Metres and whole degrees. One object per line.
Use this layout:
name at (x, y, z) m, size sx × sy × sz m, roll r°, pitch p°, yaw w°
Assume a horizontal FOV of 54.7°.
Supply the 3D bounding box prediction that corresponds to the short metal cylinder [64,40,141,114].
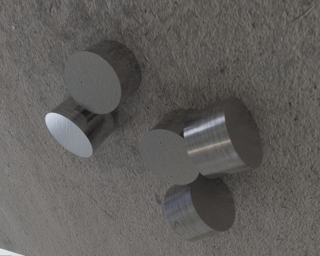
short metal cylinder at (-0.071, -0.064, 0.388) m, size 0.080 × 0.050 × 0.079 m, roll 13°, pitch 124°, yaw 21°

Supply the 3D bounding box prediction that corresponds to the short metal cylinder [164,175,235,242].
short metal cylinder at (0.052, 0.102, 0.407) m, size 0.080 × 0.080 × 0.050 m, roll 48°, pitch 129°, yaw -6°

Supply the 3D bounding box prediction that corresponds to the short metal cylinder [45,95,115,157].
short metal cylinder at (-0.111, -0.005, 0.434) m, size 0.080 × 0.050 × 0.080 m, roll 23°, pitch 141°, yaw 20°

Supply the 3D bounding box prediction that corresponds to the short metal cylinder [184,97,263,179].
short metal cylinder at (0.071, 0.012, 0.341) m, size 0.050 × 0.080 × 0.080 m, roll -22°, pitch 106°, yaw 36°

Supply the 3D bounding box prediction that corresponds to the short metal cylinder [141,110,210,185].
short metal cylinder at (0.023, 0.024, 0.388) m, size 0.080 × 0.050 × 0.079 m, roll 18°, pitch 128°, yaw 24°
